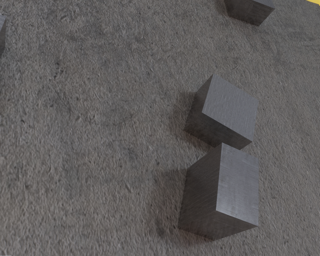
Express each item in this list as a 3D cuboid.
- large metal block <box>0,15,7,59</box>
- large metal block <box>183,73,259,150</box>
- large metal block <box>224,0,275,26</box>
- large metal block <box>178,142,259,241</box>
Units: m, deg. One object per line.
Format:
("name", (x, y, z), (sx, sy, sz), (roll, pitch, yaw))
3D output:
("large metal block", (-0.216, -0.086, 0.324), (0.081, 0.050, 0.080), (14, 56, -21))
("large metal block", (0.090, -0.019, 0.447), (0.080, 0.050, 0.080), (29, 52, -10))
("large metal block", (0.184, -0.271, 0.651), (0.081, 0.050, 0.080), (8, 58, -24))
("large metal block", (0.067, 0.076, 0.358), (0.050, 0.080, 0.080), (24, 53, -14))
